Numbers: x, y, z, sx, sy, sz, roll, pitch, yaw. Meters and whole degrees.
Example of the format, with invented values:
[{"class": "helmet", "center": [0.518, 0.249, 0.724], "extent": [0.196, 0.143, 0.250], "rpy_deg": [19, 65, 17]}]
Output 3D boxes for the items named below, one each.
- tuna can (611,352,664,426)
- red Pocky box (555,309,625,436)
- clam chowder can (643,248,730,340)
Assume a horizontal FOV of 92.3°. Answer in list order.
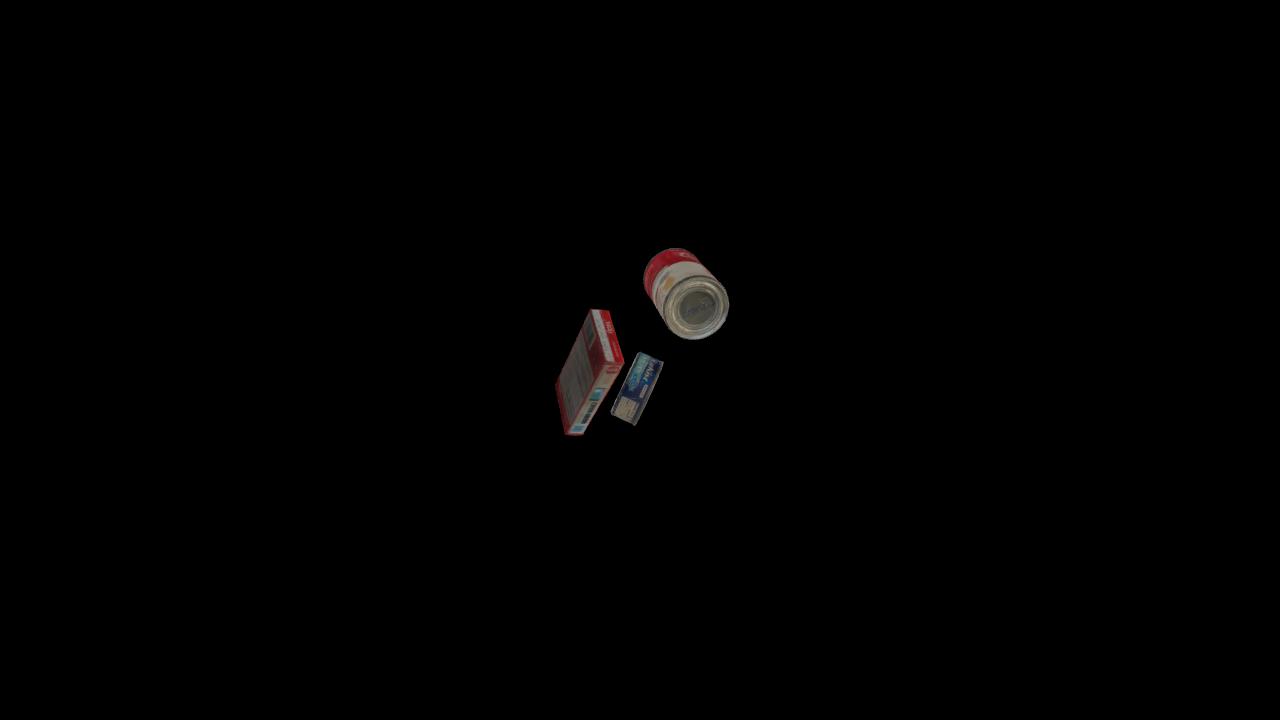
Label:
[{"class": "tuna can", "center": [-0.004, 0.033, 0.729], "extent": [0.034, 0.084, 0.084], "rpy_deg": [25, 0, -1]}, {"class": "red Pocky box", "center": [-0.065, 0.018, 0.750], "extent": [0.028, 0.083, 0.155], "rpy_deg": [2, -38, -27]}, {"class": "clam chowder can", "center": [0.045, -0.069, 0.632], "extent": [0.068, 0.068, 0.102], "rpy_deg": [0, 25, -11]}]
